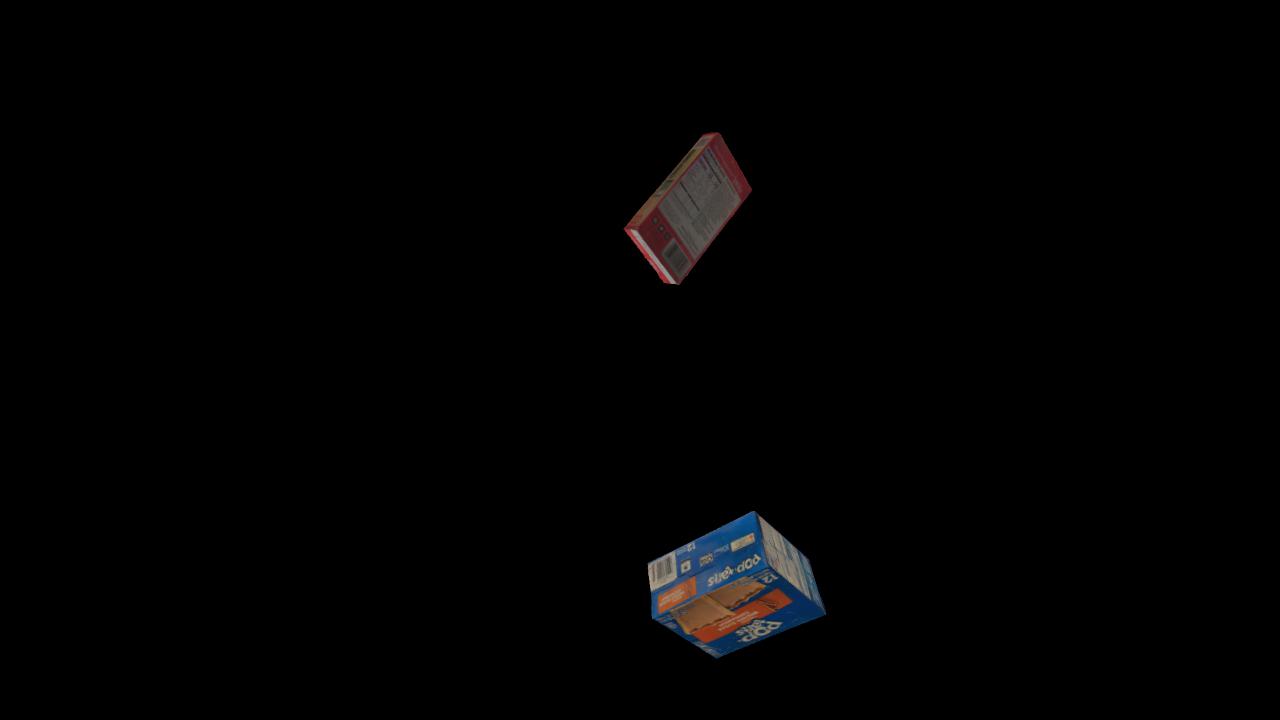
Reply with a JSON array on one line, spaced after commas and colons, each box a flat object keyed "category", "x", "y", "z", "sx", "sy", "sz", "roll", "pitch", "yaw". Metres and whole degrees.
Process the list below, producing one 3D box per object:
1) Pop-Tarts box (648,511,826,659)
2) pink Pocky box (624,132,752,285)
[{"category": "Pop-Tarts box", "x": 0.118, "y": 0.287, "z": 0.775, "sx": 0.167, "sy": 0.083, "sz": 0.141, "roll": -32, "pitch": -57, "yaw": 22}, {"category": "pink Pocky box", "x": 0.056, "y": -0.166, "z": 0.676, "sx": 0.029, "sy": 0.155, "sz": 0.084, "roll": 16, "pitch": -27, "yaw": 51}]
